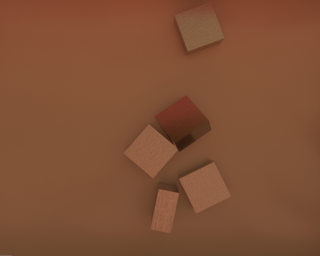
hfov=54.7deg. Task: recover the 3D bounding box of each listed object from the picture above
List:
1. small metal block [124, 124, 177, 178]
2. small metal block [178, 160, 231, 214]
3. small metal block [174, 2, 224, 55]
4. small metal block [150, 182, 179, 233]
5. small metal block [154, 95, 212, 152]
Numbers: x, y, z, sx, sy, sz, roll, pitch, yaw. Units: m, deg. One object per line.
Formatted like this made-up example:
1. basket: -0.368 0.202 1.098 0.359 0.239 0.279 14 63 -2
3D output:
1. small metal block: -0.011 0.030 0.411 0.050 0.025 0.050 41 90 0
2. small metal block: 0.058 0.077 0.412 0.050 0.025 0.050 -26 90 0
3. small metal block: 0.051 -0.131 0.411 0.050 0.025 0.050 -20 90 0
4. small metal block: 0.006 0.100 0.399 0.025 0.050 0.050 12 90 0
5. small metal block: 0.029 -0.006 0.398 0.050 0.025 0.050 -34 57 -4
